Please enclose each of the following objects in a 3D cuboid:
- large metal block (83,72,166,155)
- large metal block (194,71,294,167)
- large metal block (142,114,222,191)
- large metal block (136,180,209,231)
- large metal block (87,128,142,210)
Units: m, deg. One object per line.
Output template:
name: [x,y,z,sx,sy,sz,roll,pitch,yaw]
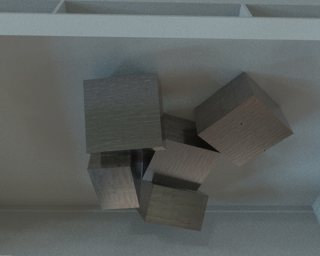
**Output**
large metal block: [-0.038,-0.013,0.352,0.080,0.080,0.050,-5,172,5]
large metal block: [0.101,-0.009,0.385,0.080,0.050,0.080,36,121,-27]
large metal block: [0.027,0.035,0.422,0.081,0.050,0.079,15,129,-13]
large metal block: [0.014,0.108,0.455,0.081,0.080,0.050,14,86,-14]
large metal block: [-0.056,0.051,0.414,0.050,0.080,0.080,-4,130,3]
